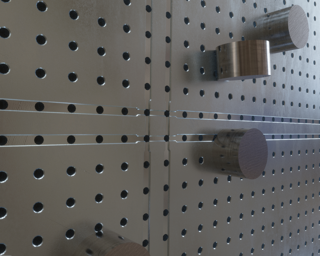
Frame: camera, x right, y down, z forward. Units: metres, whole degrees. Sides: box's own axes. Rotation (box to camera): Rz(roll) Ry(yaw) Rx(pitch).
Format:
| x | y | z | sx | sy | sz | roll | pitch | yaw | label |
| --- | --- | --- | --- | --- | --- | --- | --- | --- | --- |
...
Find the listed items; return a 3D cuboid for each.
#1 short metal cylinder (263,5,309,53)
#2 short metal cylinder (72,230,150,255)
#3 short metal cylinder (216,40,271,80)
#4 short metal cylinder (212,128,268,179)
| x | y | z | sx | sy | sz | roll | pitch | yaw | label |
| --- | --- | --- | --- | --- | --- | --- | --- | --- | --- |
| 0.242 | -0.188 | 0.595 | 0.081 | 0.050 | 0.079 | 0 | 90 | -40 | short metal cylinder |
| -0.055 | 0.162 | 0.347 | 0.081 | 0.050 | 0.079 | 0 | 90 | -40 | short metal cylinder |
| 0.129 | -0.103 | 0.480 | 0.081 | 0.080 | 0.050 | -7 | 95 | -40 | short metal cylinder |
| 0.130 | 0.040 | 0.502 | 0.081 | 0.050 | 0.079 | 0 | 90 | -40 | short metal cylinder |
